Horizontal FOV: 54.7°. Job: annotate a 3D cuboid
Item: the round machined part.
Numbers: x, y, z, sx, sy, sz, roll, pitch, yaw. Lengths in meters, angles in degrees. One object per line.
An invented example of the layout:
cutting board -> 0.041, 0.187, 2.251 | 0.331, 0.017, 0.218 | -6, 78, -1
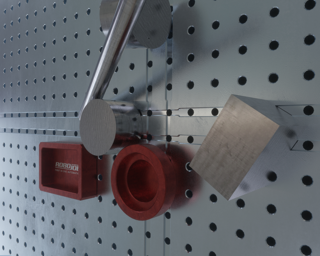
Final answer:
round machined part -> -0.017, 0.069, 0.412 | 0.098, 0.042, 0.097 | 0, 90, 40

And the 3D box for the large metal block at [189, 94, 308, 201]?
large metal block -> 0.087, 0.017, 0.302 | 0.050, 0.081, 0.079 | 41, 115, 32

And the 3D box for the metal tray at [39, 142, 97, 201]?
metal tray -> -0.164, 0.070, 0.540 | 0.130, 0.030, 0.089 | 0, 90, 40

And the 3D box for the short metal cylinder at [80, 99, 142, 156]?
short metal cylinder -> -0.072, -0.001, 0.453 | 0.080, 0.050, 0.079 | 0, 91, 40

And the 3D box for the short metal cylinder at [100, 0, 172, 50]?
short metal cylinder -> -0.030, -0.142, 0.398 | 0.050, 0.081, 0.079 | 10, 97, 39

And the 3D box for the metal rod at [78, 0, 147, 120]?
metal rod -> -0.065, -0.087, 0.393 | 0.298, 0.025, 0.025 | -50, 58, 53
